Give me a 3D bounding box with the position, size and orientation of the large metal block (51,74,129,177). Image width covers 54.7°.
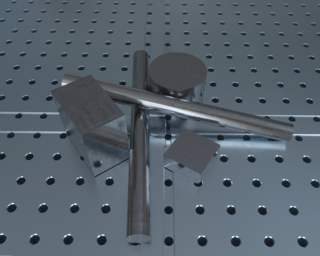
[{"bbox_3d":[-0.081,-0.003,0.372,0.050,0.080,0.080,-28,56,-22],"label":"large metal block"}]

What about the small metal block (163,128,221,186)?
[{"bbox_3d":[0.039,0.034,0.380,0.050,0.025,0.050,27,55,20],"label":"small metal block"}]

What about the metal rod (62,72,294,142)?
[{"bbox_3d":[0.023,-0.027,0.406,0.302,0.025,0.025,13,51,0],"label":"metal rod"}]

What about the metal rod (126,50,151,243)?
[{"bbox_3d":[-0.026,-0.002,0.409,0.025,0.025,0.300,-1,50,-1],"label":"metal rod"}]

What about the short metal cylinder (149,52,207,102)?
[{"bbox_3d":[0.025,-0.064,0.445,0.081,0.050,0.080,0,50,0],"label":"short metal cylinder"}]
